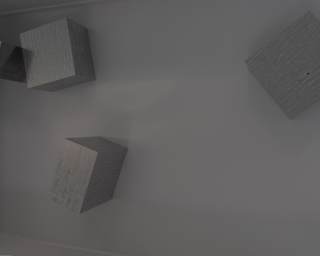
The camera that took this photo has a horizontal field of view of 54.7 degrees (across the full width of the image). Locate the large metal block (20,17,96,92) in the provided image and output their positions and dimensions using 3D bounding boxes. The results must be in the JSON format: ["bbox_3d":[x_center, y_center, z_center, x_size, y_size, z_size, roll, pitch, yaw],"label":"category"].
[{"bbox_3d":[-0.147,-0.102,0.449,0.080,0.050,0.080,-11,86,19],"label":"large metal block"}]

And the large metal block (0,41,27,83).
[{"bbox_3d":[-0.241,-0.103,0.466,0.080,0.080,0.050,17,96,19],"label":"large metal block"}]

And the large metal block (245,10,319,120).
[{"bbox_3d":[0.154,-0.065,0.343,0.080,0.050,0.080,-39,78,16],"label":"large metal block"}]

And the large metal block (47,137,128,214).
[{"bbox_3d":[-0.094,0.058,0.414,0.050,0.080,0.080,20,97,19],"label":"large metal block"}]
